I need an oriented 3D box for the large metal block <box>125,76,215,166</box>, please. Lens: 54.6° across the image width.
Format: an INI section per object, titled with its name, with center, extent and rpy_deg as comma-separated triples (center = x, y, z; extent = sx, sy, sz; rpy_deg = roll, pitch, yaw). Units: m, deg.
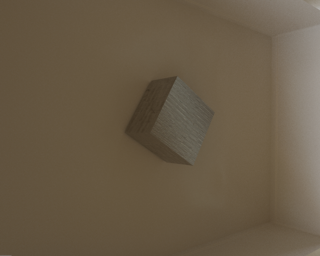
[large metal block]
center = 0.015, -0.008, 0.397
extent = 0.080, 0.050, 0.080
rpy_deg = 39, 66, -34
